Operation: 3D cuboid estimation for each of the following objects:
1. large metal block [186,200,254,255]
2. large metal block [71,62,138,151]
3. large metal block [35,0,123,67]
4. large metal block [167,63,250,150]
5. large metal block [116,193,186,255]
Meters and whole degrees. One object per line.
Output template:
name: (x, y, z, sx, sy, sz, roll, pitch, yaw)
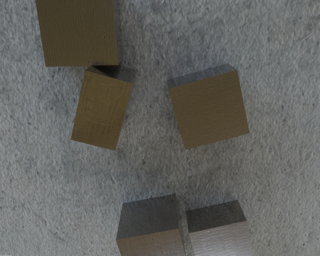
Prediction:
large metal block: (0.088, 0.162, 0.458, 0.080, 0.050, 0.080, -14, 110, 4)
large metal block: (-0.064, -0.030, 0.368, 0.050, 0.080, 0.079, 15, 110, -6)
large metal block: (-0.088, -0.115, 0.353, 0.081, 0.050, 0.079, -2, 110, 0)
large metal block: (0.059, -0.028, 0.387, 0.080, 0.050, 0.080, -15, 110, 5)
large metal block: (-0.011, 0.142, 0.433, 0.080, 0.080, 0.050, -12, 110, 4)
